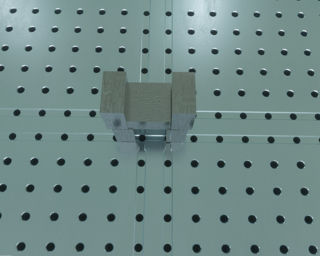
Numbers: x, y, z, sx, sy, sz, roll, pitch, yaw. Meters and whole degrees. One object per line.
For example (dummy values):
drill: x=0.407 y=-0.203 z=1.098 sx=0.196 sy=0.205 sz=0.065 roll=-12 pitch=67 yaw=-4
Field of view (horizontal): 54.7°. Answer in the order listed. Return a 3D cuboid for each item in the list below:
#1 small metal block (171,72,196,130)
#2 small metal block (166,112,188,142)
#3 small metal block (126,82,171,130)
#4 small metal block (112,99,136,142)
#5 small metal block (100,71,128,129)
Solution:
small metal block: x=0.026 y=-0.030 z=0.355 sx=0.025 sy=0.050 sz=0.050 roll=1 pitch=70 yaw=0
small metal block: x=0.020 y=-0.013 z=0.403 sx=0.025 sy=0.050 sz=0.050 roll=-1 pitch=70 yaw=-1
small metal block: x=-0.013 y=-0.026 z=0.369 sx=0.050 sy=0.025 sz=0.050 roll=1 pitch=70 yaw=0
small metal block: x=-0.045 y=-0.013 z=0.402 sx=0.025 sy=0.050 sz=0.050 roll=1 pitch=70 yaw=0
small metal block: x=-0.050 y=-0.030 z=0.355 sx=0.025 sy=0.050 sz=0.050 roll=1 pitch=70 yaw=0
